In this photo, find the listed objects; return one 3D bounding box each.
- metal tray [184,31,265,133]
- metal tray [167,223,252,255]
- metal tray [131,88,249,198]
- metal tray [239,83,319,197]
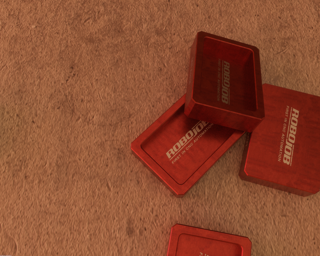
[{"bbox_3d":[0.084,-0.063,0.402,0.091,0.030,0.130,14,54,-7],"label":"metal tray"},{"bbox_3d":[0.046,0.179,0.339,0.090,0.030,0.130,10,70,3],"label":"metal tray"},{"bbox_3d":[0.039,0.013,0.400,0.130,0.030,0.090,-43,76,-14],"label":"metal tray"},{"bbox_3d":[0.161,0.013,0.402,0.090,0.030,0.130,15,71,5],"label":"metal tray"}]
